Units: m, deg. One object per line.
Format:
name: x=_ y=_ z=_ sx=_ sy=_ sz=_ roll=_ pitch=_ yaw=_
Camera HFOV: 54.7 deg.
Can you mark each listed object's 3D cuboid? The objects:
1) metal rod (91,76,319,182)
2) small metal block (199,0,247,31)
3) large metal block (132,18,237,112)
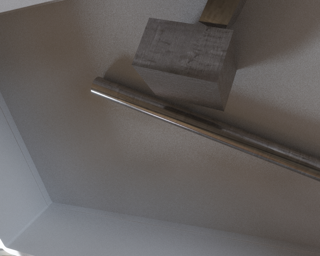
metal rod: x=0.050 y=-0.004 z=0.378 sx=0.301 sy=0.025 sz=0.025 roll=22 pitch=126 yaw=14
small metal block: x=0.064 y=-0.120 z=0.284 sx=0.025 sy=0.050 sz=0.050 roll=31 pitch=128 yaw=8
large metal block: x=0.029 y=-0.061 z=0.311 sx=0.080 sy=0.080 sz=0.050 roll=15 pitch=80 yaw=19
